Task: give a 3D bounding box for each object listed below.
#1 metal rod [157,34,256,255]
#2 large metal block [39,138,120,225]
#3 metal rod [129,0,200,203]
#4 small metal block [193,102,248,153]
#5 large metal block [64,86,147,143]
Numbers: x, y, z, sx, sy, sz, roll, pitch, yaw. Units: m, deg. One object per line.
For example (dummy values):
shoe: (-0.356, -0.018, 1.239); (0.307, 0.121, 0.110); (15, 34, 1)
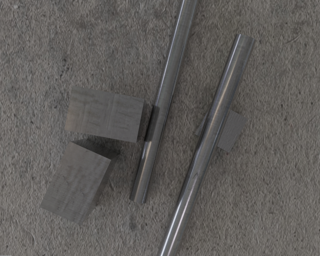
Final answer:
metal rod: (0.054, 0.033, 0.388); (0.025, 0.025, 0.298); (19, 99, 0)
large metal block: (-0.094, 0.061, 0.382); (0.050, 0.080, 0.080); (25, 90, 0)
metal rod: (0.008, -0.049, 0.410); (0.025, 0.025, 0.298); (15, 90, 0)
small metal block: (0.079, -0.002, 0.411); (0.050, 0.025, 0.050); (29, 90, 0)
large metal block: (-0.061, -0.015, 0.382); (0.080, 0.080, 0.050); (10, 90, 0)
